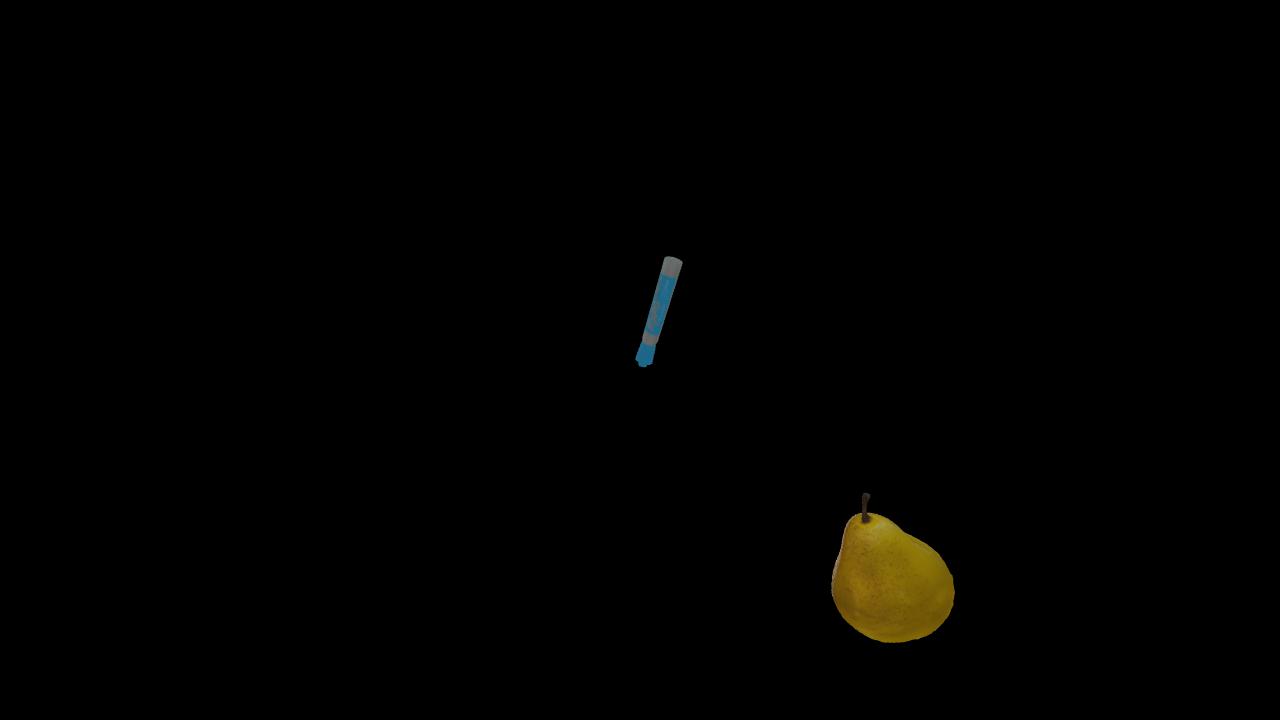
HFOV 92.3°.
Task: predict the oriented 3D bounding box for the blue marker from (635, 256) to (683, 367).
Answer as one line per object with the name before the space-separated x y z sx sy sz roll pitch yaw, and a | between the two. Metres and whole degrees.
blue marker | 0.018 -0.046 0.625 0.020 0.121 0.020 13 27 -7

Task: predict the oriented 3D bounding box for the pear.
pear | 0.161 0.140 0.421 0.080 0.111 0.080 -32 21 14
